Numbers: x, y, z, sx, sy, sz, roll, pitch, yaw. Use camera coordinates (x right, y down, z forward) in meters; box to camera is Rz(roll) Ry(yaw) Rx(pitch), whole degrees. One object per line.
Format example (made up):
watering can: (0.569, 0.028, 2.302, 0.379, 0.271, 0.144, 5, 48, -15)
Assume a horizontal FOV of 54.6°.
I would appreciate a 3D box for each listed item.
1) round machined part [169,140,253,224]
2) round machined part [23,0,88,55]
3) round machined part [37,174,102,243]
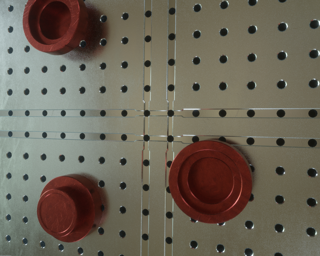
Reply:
round machined part: (0.064, 0.063, 0.381, 0.098, 0.042, 0.097, 0, 90, 20)
round machined part: (-0.148, -0.156, 0.457, 0.098, 0.042, 0.097, 0, 90, 20)
round machined part: (-0.139, 0.119, 0.453, 0.098, 0.042, 0.097, 0, 90, 20)
